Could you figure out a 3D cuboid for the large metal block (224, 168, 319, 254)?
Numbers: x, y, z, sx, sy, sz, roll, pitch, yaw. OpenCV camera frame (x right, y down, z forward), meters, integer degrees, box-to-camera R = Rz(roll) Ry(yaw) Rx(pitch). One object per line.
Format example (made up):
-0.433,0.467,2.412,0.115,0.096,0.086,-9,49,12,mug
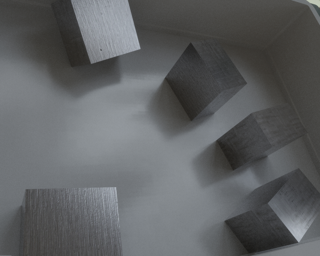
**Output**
0.141,0.103,0.383,0.081,0.080,0.050,-30,79,-38,large metal block

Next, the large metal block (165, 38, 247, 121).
0.063,-0.068,0.446,0.050,0.080,0.080,-19,72,-35,large metal block

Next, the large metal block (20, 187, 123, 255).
-0.083,0.101,0.283,0.081,0.050,0.080,4,60,-26,large metal block

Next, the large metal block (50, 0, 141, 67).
-0.081,-0.130,0.402,0.081,0.050,0.080,-29,112,-37,large metal block

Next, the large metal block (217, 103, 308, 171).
0.143,0.012,0.439,0.081,0.080,0.050,-15,70,-34,large metal block
